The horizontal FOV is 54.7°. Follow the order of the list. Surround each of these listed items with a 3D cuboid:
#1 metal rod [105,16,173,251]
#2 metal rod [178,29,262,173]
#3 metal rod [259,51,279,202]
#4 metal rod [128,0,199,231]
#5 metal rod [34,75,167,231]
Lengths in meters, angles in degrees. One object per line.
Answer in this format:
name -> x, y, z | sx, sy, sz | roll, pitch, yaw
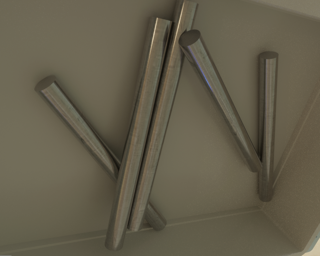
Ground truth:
metal rod -> -0.031, 0.021, 0.379 | 0.025, 0.025, 0.298 | 3, 109, -30
metal rod -> 0.098, -0.014, 0.433 | 0.025, 0.025, 0.300 | -41, 136, -1
metal rod -> 0.178, 0.017, 0.515 | 0.025, 0.025, 0.298 | -24, 127, -14
metal rod -> -0.003, -0.001, 0.386 | 0.025, 0.025, 0.298 | 3, 111, -30
metal rod -> -0.059, 0.055, 0.410 | 0.025, 0.025, 0.299 | -35, 129, -6
